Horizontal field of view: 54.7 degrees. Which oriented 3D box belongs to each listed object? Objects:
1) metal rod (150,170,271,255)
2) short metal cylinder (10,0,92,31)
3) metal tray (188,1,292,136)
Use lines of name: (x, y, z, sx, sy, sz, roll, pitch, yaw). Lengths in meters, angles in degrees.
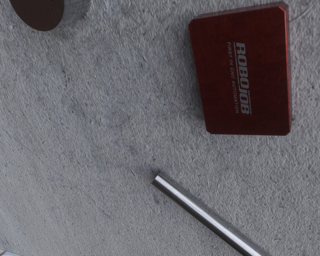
metal rod: (0.113, 0.163, 0.447, 0.300, 0.025, 0.025, 38, 129, 2)
short metal cylinder: (-0.127, -0.158, 0.358, 0.080, 0.050, 0.079, 13, 124, 20)
metal tray: (0.087, -0.056, 0.323, 0.090, 0.030, 0.129, 1, 119, 27)
